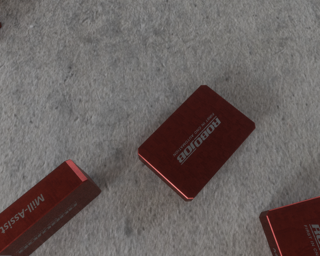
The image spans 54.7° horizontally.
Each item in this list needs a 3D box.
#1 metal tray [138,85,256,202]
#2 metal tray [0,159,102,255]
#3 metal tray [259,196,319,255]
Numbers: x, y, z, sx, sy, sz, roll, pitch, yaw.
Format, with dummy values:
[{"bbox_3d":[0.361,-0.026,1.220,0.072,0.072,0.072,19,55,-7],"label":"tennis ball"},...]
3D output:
[{"bbox_3d":[0.047,0.017,0.400,0.090,0.030,0.130,41,75,13],"label":"metal tray"},{"bbox_3d":[-0.130,0.096,0.336,0.130,0.090,0.030,-41,75,-14],"label":"metal tray"},{"bbox_3d":[0.181,0.149,0.353,0.091,0.030,0.130,-14,71,-6],"label":"metal tray"}]
